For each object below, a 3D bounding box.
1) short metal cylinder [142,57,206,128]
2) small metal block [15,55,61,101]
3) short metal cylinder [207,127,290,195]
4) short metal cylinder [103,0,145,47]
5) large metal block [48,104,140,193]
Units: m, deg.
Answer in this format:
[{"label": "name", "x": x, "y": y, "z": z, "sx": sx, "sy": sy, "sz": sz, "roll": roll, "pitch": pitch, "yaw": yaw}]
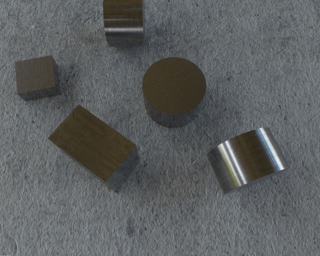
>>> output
[{"label": "short metal cylinder", "x": 0.018, "y": -0.046, "z": 0.412, "sx": 0.081, "sy": 0.050, "sz": 0.080, "roll": 0, "pitch": 70, "yaw": 0}, {"label": "small metal block", "x": -0.170, "y": -0.069, "z": 0.432, "sx": 0.050, "sy": 0.025, "sz": 0.050, "roll": -12, "pitch": 71, "yaw": -5}, {"label": "short metal cylinder", "x": 0.103, "y": 0.040, "z": 0.365, "sx": 0.080, "sy": 0.080, "sz": 0.050, "roll": -19, "pitch": 72, "yaw": -7}, {"label": "short metal cylinder", "x": -0.048, "y": -0.156, "z": 0.435, "sx": 0.050, "sy": 0.080, "sz": 0.080, "roll": -1, "pitch": 70, "yaw": 0}, {"label": "large metal block", "x": -0.073, "y": 0.028, "z": 0.368, "sx": 0.080, "sy": 0.080, "sz": 0.050, "roll": 34, "pitch": 74, "yaw": 11}]
